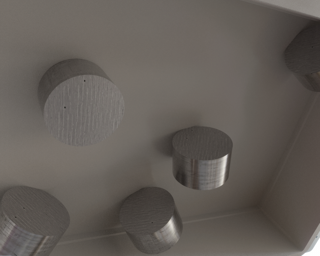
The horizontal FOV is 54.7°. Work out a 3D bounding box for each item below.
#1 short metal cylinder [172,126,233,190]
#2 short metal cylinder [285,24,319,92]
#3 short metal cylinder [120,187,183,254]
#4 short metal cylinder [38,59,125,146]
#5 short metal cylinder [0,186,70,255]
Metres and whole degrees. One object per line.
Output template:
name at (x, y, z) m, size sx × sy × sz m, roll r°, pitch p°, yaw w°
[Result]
short metal cylinder at (0.057, 0.040, 0.429) m, size 0.081 × 0.080 × 0.050 m, roll -15°, pitch 125°, yaw -20°
short metal cylinder at (0.226, -0.098, 0.436) m, size 0.050 × 0.080 × 0.080 m, roll 31°, pitch 101°, yaw -38°
short metal cylinder at (-0.012, 0.133, 0.449) m, size 0.080 × 0.080 × 0.050 m, roll -28°, pitch 128°, yaw -11°
short metal cylinder at (-0.084, -0.027, 0.329) m, size 0.081 × 0.050 × 0.079 m, roll -14°, pitch 124°, yaw -21°
short metal cylinder at (-0.154, 0.113, 0.359) m, size 0.080 × 0.080 × 0.050 m, roll 26°, pitch 104°, yaw -37°
